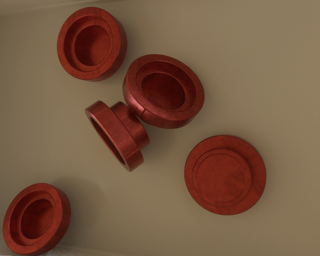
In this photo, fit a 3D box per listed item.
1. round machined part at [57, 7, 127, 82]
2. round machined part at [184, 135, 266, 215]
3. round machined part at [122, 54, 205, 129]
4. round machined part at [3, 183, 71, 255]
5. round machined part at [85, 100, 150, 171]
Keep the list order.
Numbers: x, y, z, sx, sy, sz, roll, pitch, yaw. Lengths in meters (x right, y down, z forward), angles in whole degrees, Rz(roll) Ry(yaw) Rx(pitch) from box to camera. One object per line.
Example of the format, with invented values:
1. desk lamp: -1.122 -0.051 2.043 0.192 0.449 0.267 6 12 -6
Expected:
1. round machined part: -0.090 -0.113 0.432 0.098 0.042 0.097 0 90 19
2. round machined part: 0.077 0.057 0.374 0.098 0.042 0.097 0 90 19
3. round machined part: 0.001 -0.040 0.381 0.098 0.099 0.042 51 144 13
4. round machined part: -0.171 0.132 0.447 0.098 0.042 0.098 -9 60 17
5. round machined part: -0.050 0.005 0.396 0.042 0.098 0.098 -36 77 -15
